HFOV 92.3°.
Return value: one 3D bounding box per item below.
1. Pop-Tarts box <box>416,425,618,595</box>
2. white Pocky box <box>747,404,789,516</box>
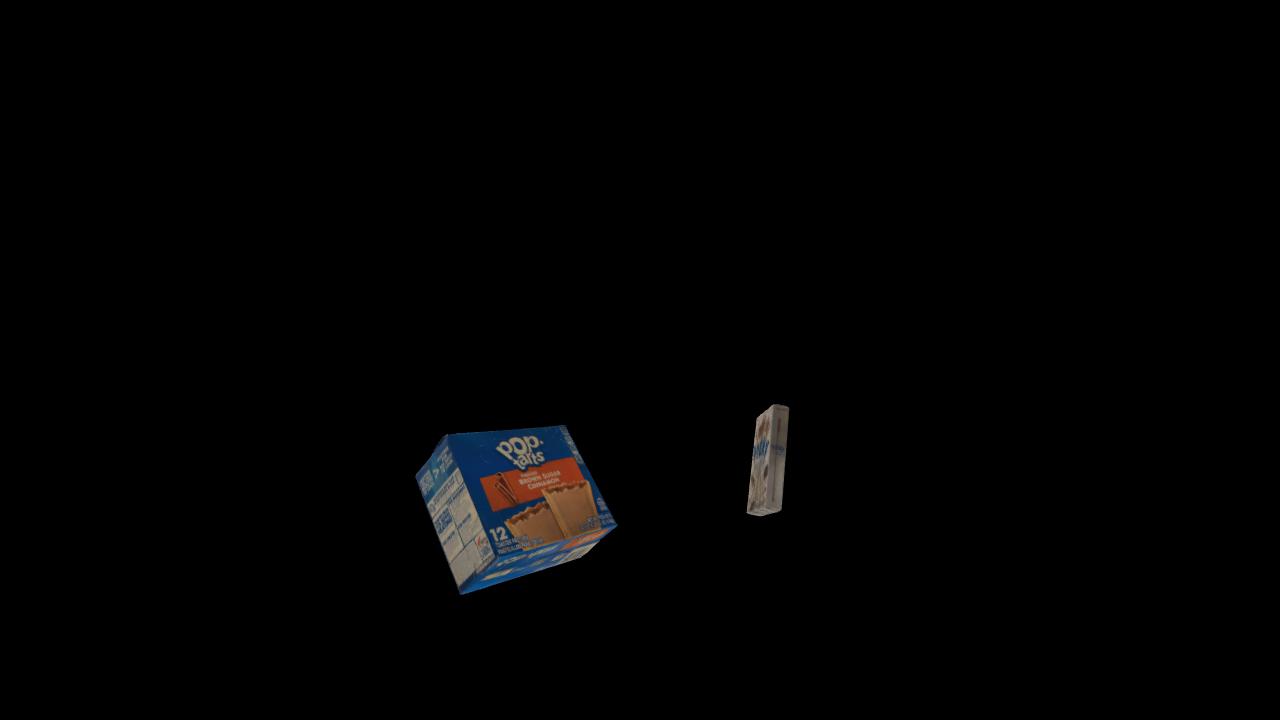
[{"bbox_3d":[-0.132,0.153,0.670,0.167,0.141,0.083,3,-42,-50],"label":"Pop-Tarts box"},{"bbox_3d":[0.190,0.150,0.912,0.028,0.154,0.084,12,-21,-4],"label":"white Pocky box"}]
